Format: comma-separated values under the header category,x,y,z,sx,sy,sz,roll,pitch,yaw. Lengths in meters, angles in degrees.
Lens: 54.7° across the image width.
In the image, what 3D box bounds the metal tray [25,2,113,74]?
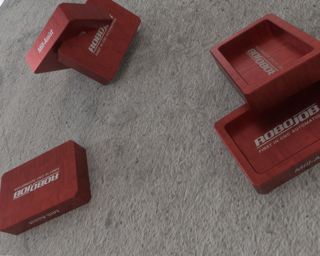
category,x,y,z,sx,sy,sz,roll,pitch,yaw
metal tray,-0.146,-0.141,0.495,0.129,0.091,0.030,-37,84,37

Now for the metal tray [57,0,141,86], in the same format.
category,x,y,z,sx,sy,sz,roll,pitch,yaw
metal tray,-0.096,-0.146,0.502,0.030,0.090,0.130,-27,39,63

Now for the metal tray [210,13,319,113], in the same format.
category,x,y,z,sx,sy,sz,roll,pitch,yaw
metal tray,0.121,-0.081,0.360,0.090,0.030,0.130,-30,34,10

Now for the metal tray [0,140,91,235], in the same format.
category,x,y,z,sx,sy,sz,roll,pitch,yaw
metal tray,-0.164,0.083,0.436,0.130,0.030,0.090,-26,53,12

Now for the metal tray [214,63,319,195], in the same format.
category,x,y,z,sx,sy,sz,roll,pitch,yaw
metal tray,0.136,-0.001,0.329,0.130,0.030,0.090,-33,51,6
